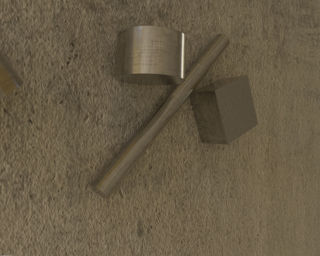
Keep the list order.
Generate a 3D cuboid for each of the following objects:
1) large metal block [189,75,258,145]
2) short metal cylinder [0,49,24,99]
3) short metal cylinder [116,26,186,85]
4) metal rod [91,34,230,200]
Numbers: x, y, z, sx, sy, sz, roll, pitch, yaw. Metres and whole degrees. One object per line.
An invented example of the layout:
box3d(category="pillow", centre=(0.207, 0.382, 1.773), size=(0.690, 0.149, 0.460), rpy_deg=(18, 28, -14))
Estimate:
box3d(category="large metal block", centre=(0.098, -0.028, 0.470), size=(0.081, 0.050, 0.080), rpy_deg=(-27, 107, -37))
box3d(category="short metal cylinder", centre=(-0.156, -0.036, 0.238), size=(0.080, 0.080, 0.050), rpy_deg=(-44, 117, -31))
box3d(category="short metal cylinder", centre=(-0.010, -0.080, 0.360), size=(0.081, 0.080, 0.050), rpy_deg=(2, 89, -40))
box3d(category="metal rod", centre=(0.015, -0.032, 0.416), size=(0.301, 0.025, 0.025), rpy_deg=(-52, 120, -27))
